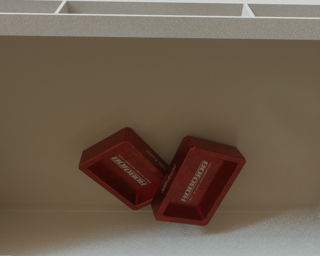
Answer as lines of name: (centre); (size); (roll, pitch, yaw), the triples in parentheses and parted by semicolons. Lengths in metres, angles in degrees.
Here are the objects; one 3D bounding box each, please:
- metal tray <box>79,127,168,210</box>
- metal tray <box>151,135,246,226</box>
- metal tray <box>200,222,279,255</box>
metal tray: (-0.042, 0.066, 0.460); (0.090, 0.030, 0.130); (-28, 125, 22)
metal tray: (0.053, 0.080, 0.445); (0.091, 0.030, 0.129); (14, 115, -23)
metal tray: (0.150, 0.221, 0.597); (0.131, 0.030, 0.089); (3, 130, -3)
